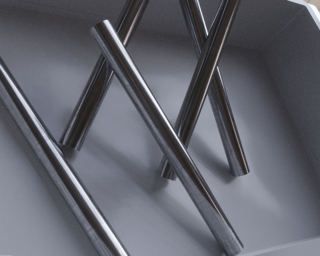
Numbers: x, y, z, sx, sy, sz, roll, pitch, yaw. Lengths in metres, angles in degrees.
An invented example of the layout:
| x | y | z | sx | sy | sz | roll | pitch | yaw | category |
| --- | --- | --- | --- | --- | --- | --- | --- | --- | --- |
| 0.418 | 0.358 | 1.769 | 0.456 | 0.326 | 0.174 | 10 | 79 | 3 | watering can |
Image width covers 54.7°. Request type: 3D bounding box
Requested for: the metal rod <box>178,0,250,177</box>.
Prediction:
| x | y | z | sx | sy | sz | roll | pitch | yaw | category |
| --- | --- | --- | --- | --- | --- | --- | --- | --- | --- |
| 0.067 | -0.078 | 0.417 | 0.025 | 0.025 | 0.298 | -22 | 97 | -36 | metal rod |

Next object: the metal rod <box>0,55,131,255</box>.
| x | y | z | sx | sy | sz | roll | pitch | yaw | category |
| --- | --- | --- | --- | --- | --- | --- | --- | --- | --- |
| -0.119 | 0.024 | 0.327 | 0.025 | 0.025 | 0.299 | -29 | 78 | -38 | metal rod |

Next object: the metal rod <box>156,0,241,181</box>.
| x | y | z | sx | sy | sz | roll | pitch | yaw | category |
| --- | --- | --- | --- | --- | --- | --- | --- | --- | --- |
| 0.059 | -0.079 | 0.388 | 0.025 | 0.025 | 0.299 | 22 | 86 | -16 | metal rod |

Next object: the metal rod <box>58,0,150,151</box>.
| x | y | z | sx | sy | sz | roll | pitch | yaw | category |
| --- | --- | --- | --- | --- | --- | --- | --- | --- | --- |
| -0.044 | -0.115 | 0.369 | 0.025 | 0.025 | 0.299 | 25 | 79 | -13 | metal rod |

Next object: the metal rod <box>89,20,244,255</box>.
| x | y | z | sx | sy | sz | roll | pitch | yaw | category |
| --- | --- | --- | --- | --- | --- | --- | --- | --- | --- |
| 0.011 | 0.017 | 0.351 | 0.025 | 0.025 | 0.299 | -36 | 98 | -39 | metal rod |
